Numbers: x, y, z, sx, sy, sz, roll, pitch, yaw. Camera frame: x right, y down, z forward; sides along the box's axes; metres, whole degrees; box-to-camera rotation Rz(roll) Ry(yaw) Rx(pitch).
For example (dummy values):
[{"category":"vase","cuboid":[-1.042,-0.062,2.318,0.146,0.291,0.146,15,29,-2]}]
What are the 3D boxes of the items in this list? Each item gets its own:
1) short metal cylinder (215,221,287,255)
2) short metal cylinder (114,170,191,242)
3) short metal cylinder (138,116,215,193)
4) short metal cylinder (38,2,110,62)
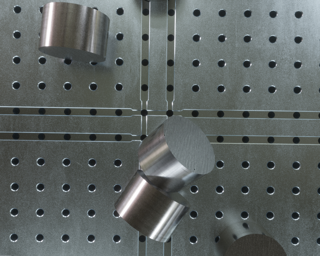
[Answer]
[{"category":"short metal cylinder","cuboid":[0.117,0.168,0.402,0.081,0.050,0.079,0,90,0]},{"category":"short metal cylinder","cuboid":[-0.009,0.095,0.386,0.080,0.080,0.050,34,90,0]},{"category":"short metal cylinder","cuboid":[0.020,0.032,0.379,0.080,0.080,0.050,49,126,0]},{"category":"short metal cylinder","cuboid":[-0.105,-0.115,0.385,0.080,0.080,0.050,6,90,0]}]
